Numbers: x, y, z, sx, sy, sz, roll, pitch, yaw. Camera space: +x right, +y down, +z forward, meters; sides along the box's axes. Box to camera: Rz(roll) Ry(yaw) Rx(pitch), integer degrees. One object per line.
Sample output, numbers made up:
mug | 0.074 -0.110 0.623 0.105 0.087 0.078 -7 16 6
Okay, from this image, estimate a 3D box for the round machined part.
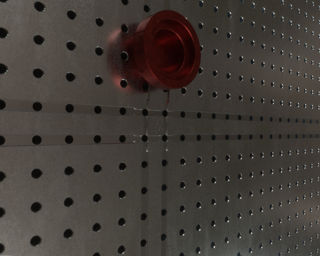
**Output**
round machined part | 0.005 -0.098 0.404 0.099 0.042 0.097 0 90 -40
